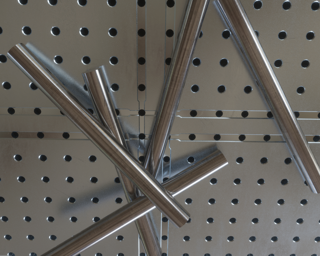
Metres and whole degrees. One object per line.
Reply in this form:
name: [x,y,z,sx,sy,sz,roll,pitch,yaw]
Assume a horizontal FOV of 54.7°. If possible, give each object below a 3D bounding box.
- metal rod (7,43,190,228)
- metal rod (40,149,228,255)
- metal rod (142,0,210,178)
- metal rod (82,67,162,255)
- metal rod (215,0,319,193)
metal rod: [-0.073,0.013,0.391,0.025,0.025,0.300,-42,96,14]
metal rod: [-0.042,0.117,0.425,0.301,0.025,0.025,-31,108,-2]
metal rod: [0.019,-0.059,0.392,0.025,0.025,0.298,14,109,-6]
metal rod: [-0.047,0.063,0.436,0.025,0.025,0.298,-14,110,5]
metal rod: [0.153,-0.034,0.403,0.025,0.025,0.299,-30,108,10]
